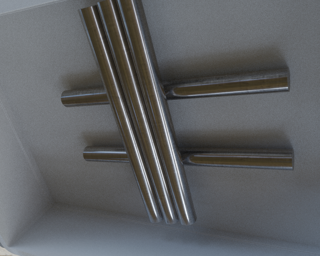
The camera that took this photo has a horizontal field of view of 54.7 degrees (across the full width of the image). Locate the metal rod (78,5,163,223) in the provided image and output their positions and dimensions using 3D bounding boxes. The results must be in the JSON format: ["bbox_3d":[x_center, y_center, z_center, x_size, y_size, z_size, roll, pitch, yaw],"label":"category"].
[{"bbox_3d":[-0.040,0.000,0.395,0.025,0.025,0.298,-1,118,29],"label":"metal rod"}]

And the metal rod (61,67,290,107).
[{"bbox_3d":[-0.003,-0.046,0.381,0.300,0.025,0.025,-1,118,28],"label":"metal rod"}]

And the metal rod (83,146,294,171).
[{"bbox_3d":[0.018,0.038,0.421,0.300,0.025,0.025,-1,118,28],"label":"metal rod"}]

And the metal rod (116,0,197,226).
[{"bbox_3d":[0.003,-0.004,0.369,0.025,0.025,0.298,-1,118,29],"label":"metal rod"}]

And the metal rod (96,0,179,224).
[{"bbox_3d":[-0.018,-0.002,0.382,0.025,0.025,0.298,-1,118,29],"label":"metal rod"}]
